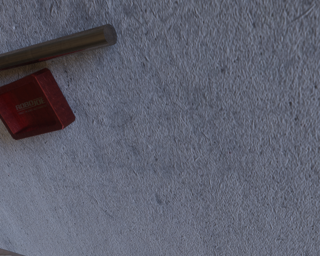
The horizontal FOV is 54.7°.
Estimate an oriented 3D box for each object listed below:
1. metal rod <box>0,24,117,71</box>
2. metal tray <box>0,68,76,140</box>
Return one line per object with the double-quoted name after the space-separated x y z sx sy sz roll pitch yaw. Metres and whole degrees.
-0.189 -0.103 0.442 0.300 0.025 0.025 -4 117 29 "metal rod"
-0.206 -0.034 0.491 0.130 0.030 0.090 -11 113 32 "metal tray"
